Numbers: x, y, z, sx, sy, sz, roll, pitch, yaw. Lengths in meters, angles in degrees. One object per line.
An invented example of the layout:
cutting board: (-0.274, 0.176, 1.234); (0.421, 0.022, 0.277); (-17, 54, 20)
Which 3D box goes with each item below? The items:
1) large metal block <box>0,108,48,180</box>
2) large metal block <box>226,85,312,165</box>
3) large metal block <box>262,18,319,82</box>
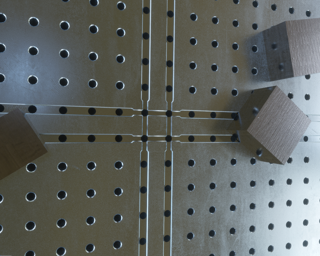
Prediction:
large metal block: (-0.167, 0.023, 0.322); (0.080, 0.080, 0.050); (-33, 101, -17)
large metal block: (0.161, -0.004, 0.458); (0.080, 0.050, 0.080); (40, 77, -16)
large metal block: (0.213, -0.120, 0.477); (0.081, 0.050, 0.080); (-12, 94, -20)
